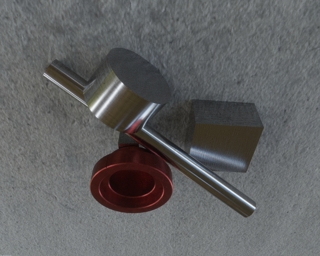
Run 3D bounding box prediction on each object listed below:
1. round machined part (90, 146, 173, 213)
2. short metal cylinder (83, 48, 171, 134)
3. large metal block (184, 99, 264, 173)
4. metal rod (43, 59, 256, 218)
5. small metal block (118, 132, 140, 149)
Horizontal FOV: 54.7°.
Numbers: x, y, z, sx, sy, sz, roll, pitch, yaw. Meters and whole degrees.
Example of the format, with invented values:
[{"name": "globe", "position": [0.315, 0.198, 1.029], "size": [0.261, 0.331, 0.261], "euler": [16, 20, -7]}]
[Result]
[{"name": "round machined part", "position": [-0.034, 0.060, 0.384], "size": [0.099, 0.042, 0.097], "euler": [-1, 132, 0]}, {"name": "short metal cylinder", "position": [-0.035, -0.041, 0.337], "size": [0.080, 0.080, 0.050], "euler": [30, 124, -24]}, {"name": "large metal block", "position": [0.078, 0.011, 0.403], "size": [0.081, 0.050, 0.079], "euler": [3, 130, -4]}, {"name": "metal rod", "position": [-0.004, 0.019, 0.376], "size": [0.301, 0.025, 0.025], "euler": [36, 122, -10]}, {"name": "small metal block", "position": [-0.038, 0.022, 0.411], "size": [0.025, 0.050, 0.050], "euler": [-2, 130, 1]}]
